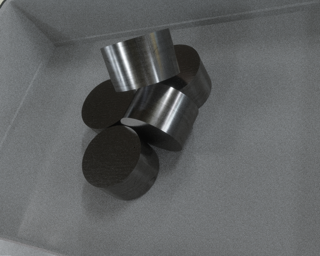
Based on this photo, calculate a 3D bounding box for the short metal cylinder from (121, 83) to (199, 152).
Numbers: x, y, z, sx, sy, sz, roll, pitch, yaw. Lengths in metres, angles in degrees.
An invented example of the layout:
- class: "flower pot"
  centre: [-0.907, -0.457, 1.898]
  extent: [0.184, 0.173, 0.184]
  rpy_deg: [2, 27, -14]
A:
- class: "short metal cylinder"
  centre: [0.000, -0.012, 0.376]
  extent: [0.080, 0.080, 0.050]
  rpy_deg: [14, 69, 33]

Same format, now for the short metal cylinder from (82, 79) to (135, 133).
- class: "short metal cylinder"
  centre: [-0.060, -0.022, 0.430]
  extent: [0.080, 0.050, 0.080]
  rpy_deg: [-13, 56, 20]

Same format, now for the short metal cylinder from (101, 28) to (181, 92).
- class: "short metal cylinder"
  centre: [-0.022, -0.078, 0.355]
  extent: [0.080, 0.050, 0.080]
  rpy_deg: [-15, 16, 5]

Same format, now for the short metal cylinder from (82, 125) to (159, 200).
- class: "short metal cylinder"
  centre: [-0.048, 0.044, 0.384]
  extent: [0.080, 0.050, 0.080]
  rpy_deg: [-13, 56, 20]

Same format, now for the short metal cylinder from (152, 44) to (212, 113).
- class: "short metal cylinder"
  centre: [0.023, -0.064, 0.414]
  extent: [0.080, 0.050, 0.080]
  rpy_deg: [-13, 56, 20]
